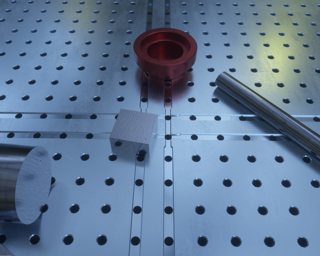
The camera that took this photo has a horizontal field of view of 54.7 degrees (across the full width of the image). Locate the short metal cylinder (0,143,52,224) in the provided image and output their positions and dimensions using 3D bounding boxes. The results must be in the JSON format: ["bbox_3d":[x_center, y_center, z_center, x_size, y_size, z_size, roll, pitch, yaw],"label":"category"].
[{"bbox_3d":[-0.154,0.057,0.322,0.050,0.080,0.080,4,50,3],"label":"short metal cylinder"}]

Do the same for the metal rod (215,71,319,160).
[{"bbox_3d":[0.189,0.013,0.398,0.025,0.025,0.300,-33,58,-25],"label":"metal rod"}]

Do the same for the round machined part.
[{"bbox_3d":[0.008,-0.114,0.493,0.099,0.042,0.098,0,50,0],"label":"round machined part"}]

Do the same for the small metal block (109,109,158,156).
[{"bbox_3d":[-0.033,0.005,0.403,0.050,0.025,0.050,9,51,7],"label":"small metal block"}]

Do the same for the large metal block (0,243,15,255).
[{"bbox_3d":[-0.175,0.136,0.275,0.080,0.050,0.080,28,56,21],"label":"large metal block"}]
